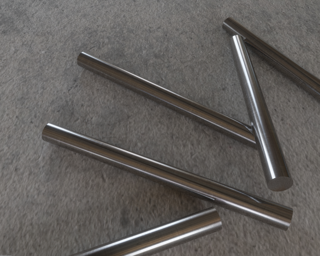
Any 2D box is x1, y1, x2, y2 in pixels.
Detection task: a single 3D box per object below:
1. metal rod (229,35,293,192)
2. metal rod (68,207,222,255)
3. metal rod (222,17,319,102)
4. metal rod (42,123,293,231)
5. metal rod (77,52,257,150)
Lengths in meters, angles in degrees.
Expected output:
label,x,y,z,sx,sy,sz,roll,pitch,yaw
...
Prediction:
label,x,y,z,sx,sy,sz,roll,pitch,yaw
metal rod,0.126,-0.046,0.419,0.025,0.025,0.300,2,43,1
metal rod,-0.083,0.133,0.290,0.302,0.025,0.025,-15,52,-13
metal rod,0.203,-0.093,0.483,0.025,0.025,0.300,-25,55,-20
metal rod,-0.004,0.050,0.360,0.301,0.025,0.025,18,52,14
metal rod,0.003,-0.046,0.441,0.301,0.025,0.025,27,55,20
